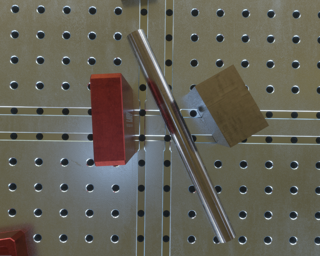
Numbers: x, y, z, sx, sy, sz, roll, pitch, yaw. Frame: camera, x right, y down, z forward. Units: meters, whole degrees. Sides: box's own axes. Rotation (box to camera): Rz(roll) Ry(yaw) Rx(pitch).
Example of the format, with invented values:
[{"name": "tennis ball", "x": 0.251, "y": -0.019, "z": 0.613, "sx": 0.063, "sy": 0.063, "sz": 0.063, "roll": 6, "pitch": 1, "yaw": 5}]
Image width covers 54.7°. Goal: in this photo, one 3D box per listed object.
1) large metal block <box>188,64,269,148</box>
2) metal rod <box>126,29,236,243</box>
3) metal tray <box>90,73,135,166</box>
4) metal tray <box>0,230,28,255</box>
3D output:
[{"name": "large metal block", "x": 0.080, "y": -0.025, "z": 0.387, "sx": 0.050, "sy": 0.080, "sz": 0.080, "roll": -30, "pitch": 90, "yaw": 0}, {"name": "metal rod", "x": 0.028, "y": 0.011, "z": 0.413, "sx": 0.025, "sy": 0.025, "sz": 0.299, "roll": -24, "pitch": 90, "yaw": 0}, {"name": "metal tray", "x": -0.050, "y": -0.008, "z": 0.360, "sx": 0.030, "sy": 0.130, "sz": 0.089, "roll": -3, "pitch": 90, "yaw": 0}, {"name": "metal tray", "x": -0.221, "y": 0.209, "z": 0.408, "sx": 0.091, "sy": 0.030, "sz": 0.129, "roll": -8, "pitch": 90, "yaw": -1}]
